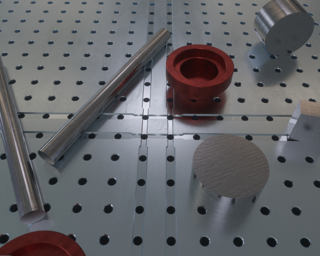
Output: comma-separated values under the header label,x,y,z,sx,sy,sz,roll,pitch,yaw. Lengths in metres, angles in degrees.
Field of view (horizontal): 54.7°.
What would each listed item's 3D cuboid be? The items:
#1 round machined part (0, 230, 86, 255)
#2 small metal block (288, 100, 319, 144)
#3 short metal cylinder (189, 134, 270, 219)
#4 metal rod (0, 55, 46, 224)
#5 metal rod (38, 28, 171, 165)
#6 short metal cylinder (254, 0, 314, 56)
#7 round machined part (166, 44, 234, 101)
label,x,y,z,sx,sy,sz,roll,pitch,yaw
round machined part,-0.107,0.146,0.273,0.099,0.042,0.098,0,50,0
small metal block,0.198,-0.006,0.398,0.050,0.050,0.025,11,51,9
short metal cylinder,0.075,0.054,0.347,0.080,0.050,0.080,0,50,0
metal rod,-0.201,-0.009,0.413,0.025,0.025,0.300,-21,53,-17
metal rod,-0.065,-0.064,0.460,0.025,0.025,0.301,23,54,18
short metal cylinder,0.204,-0.168,0.515,0.081,0.080,0.050,-8,51,-7
round machined part,0.058,-0.079,0.463,0.099,0.042,0.098,0,50,0
